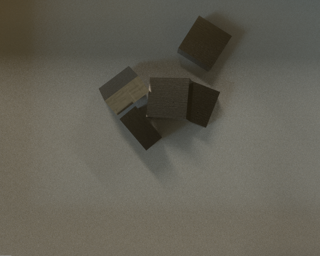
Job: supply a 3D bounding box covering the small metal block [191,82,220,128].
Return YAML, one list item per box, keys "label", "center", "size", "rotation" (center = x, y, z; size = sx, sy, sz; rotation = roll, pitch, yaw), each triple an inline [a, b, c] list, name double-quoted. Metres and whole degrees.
- label: "small metal block"
  center: [0.045, -0.033, 0.412]
  size: [0.050, 0.025, 0.050]
  rotation: [21, 90, -1]

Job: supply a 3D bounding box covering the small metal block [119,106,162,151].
- label: "small metal block"
  center: [-0.023, 0.000, 0.399]
  size: [0.025, 0.050, 0.050]
  rotation: [-40, 91, 0]

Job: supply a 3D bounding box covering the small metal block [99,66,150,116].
- label: "small metal block"
  center: [-0.047, -0.049, 0.395]
  size: [0.050, 0.050, 0.025]
  rotation: [-37, 121, 0]

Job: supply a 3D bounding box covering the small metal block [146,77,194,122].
- label: "small metal block"
  center: [0.013, -0.036, 0.388]
  size: [0.050, 0.025, 0.050]
  rotation: [4, 85, 17]

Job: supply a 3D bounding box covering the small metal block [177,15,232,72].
- label: "small metal block"
  center: [0.058, -0.111, 0.412]
  size: [0.050, 0.025, 0.050]
  rotation: [32, 90, -1]
